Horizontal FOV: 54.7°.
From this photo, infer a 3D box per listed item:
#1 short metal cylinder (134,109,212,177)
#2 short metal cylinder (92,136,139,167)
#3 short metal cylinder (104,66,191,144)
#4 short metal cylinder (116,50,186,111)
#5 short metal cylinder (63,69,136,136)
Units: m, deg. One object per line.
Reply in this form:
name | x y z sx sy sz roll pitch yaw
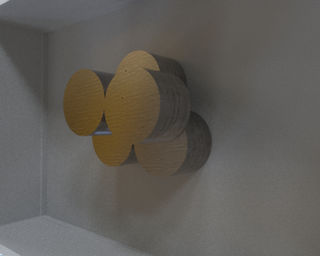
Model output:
short metal cylinder | 0.015 0.017 0.376 0.080 0.050 0.080 0 90 40
short metal cylinder | -0.048 0.011 0.428 0.080 0.050 0.080 0 90 40
short metal cylinder | -0.014 -0.023 0.334 0.080 0.050 0.080 0 90 40
short metal cylinder | -0.013 -0.055 0.400 0.080 0.050 0.080 0 90 40
short metal cylinder | -0.076 -0.030 0.386 0.080 0.050 0.080 0 90 40
